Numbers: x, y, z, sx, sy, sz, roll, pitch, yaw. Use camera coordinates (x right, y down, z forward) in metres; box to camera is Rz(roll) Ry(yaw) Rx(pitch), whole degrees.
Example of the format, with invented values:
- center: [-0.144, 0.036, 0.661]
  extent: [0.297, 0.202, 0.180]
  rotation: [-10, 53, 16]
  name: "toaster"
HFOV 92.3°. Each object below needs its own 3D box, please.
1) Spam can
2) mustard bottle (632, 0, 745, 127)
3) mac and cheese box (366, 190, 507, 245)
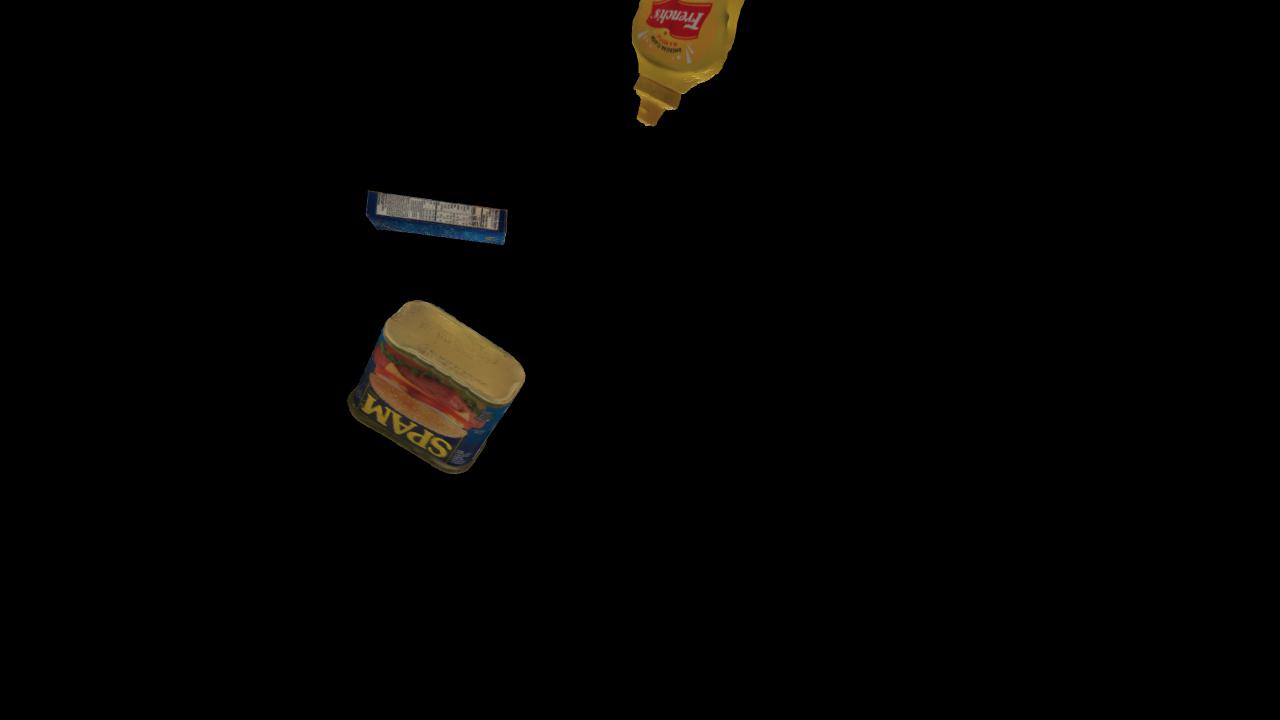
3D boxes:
- center: [-0.142, 0.020, 0.436]
  extent: [0.101, 0.085, 0.058]
  rotation: [34, 35, -9]
  name: "Spam can"
- center: [0.041, -0.289, 0.523]
  extent: [0.092, 0.184, 0.054]
  rotation: [30, 22, 9]
  name: "mustard bottle"
- center: [-0.285, -0.200, 0.879]
  extent: [0.184, 0.041, 0.093]
  rotation: [5, -2, -14]
  name: "mac and cheese box"
